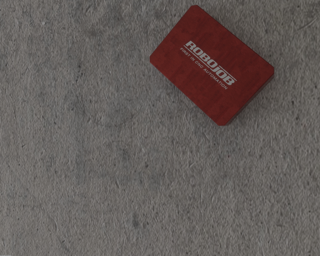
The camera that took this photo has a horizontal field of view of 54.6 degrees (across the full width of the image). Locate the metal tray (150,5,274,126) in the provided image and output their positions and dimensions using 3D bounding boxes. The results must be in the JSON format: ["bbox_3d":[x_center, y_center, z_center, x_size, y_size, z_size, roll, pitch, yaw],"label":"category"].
[{"bbox_3d":[0.062,-0.076,0.385,0.130,0.030,0.090,45,104,14],"label":"metal tray"}]
